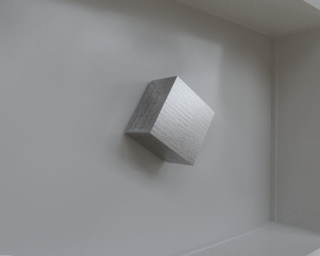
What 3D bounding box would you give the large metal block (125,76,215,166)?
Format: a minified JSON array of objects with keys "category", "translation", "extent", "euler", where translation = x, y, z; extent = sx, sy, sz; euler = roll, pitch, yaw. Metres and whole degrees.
[{"category":"large metal block","translation":[0.015,-0.008,0.397],"extent":[0.080,0.050,0.080],"euler":[39,66,-34]}]
